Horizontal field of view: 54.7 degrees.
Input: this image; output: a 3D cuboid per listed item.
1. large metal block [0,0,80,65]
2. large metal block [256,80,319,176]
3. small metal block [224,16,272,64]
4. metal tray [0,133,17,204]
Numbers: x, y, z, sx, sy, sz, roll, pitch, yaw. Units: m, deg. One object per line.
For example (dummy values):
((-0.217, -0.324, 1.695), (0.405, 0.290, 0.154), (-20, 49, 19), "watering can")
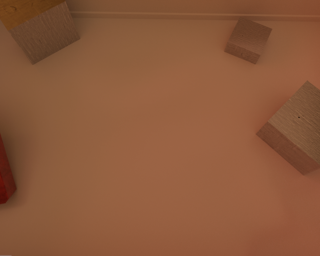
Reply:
((-0.168, -0.146, 0.432), (0.080, 0.080, 0.050), (-33, 74, -12), "large metal block")
((0.187, 0.001, 0.399), (0.080, 0.050, 0.080), (-43, 76, -14), "large metal block")
((0.130, -0.130, 0.459), (0.050, 0.025, 0.050), (25, 72, 8), "small metal block")
((-0.233, 0.031, 0.358), (0.091, 0.030, 0.129), (-11, 103, -5), "metal tray")
